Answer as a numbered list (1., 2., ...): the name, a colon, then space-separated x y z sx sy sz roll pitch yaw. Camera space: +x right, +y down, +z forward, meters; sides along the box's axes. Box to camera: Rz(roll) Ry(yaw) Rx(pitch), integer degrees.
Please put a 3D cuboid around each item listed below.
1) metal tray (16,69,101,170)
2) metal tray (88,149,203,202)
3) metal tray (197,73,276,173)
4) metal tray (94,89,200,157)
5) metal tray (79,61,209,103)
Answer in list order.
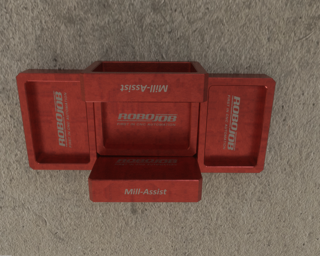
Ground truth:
1. metal tray: -0.127 -0.009 0.403 0.091 0.030 0.129 0 110 -1
2. metal tray: -0.017 0.057 0.396 0.131 0.090 0.030 0 110 -1
3. metal tray: 0.095 -0.005 0.408 0.091 0.030 0.129 0 110 -1
4. metal tray: -0.017 -0.010 0.404 0.131 0.030 0.089 1 110 -1
5. metal tray: -0.016 -0.056 0.356 0.131 0.090 0.030 0 110 -1
